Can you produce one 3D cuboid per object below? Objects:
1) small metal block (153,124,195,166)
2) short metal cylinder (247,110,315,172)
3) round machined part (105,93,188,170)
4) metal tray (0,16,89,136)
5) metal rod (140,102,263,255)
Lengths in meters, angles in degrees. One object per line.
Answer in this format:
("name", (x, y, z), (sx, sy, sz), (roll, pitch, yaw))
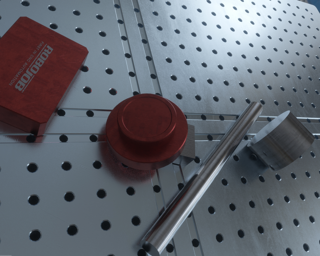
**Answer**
("small metal block", (0.018, 0.018, 0.409), (0.050, 0.025, 0.050), (16, 55, -20))
("short metal cylinder", (0.178, 0.019, 0.460), (0.050, 0.080, 0.080), (48, 51, 5))
("round machined part", (-0.016, -0.003, 0.370), (0.099, 0.042, 0.098), (1, 58, -2))
("metal tray", (-0.151, -0.064, 0.363), (0.090, 0.030, 0.130), (26, 52, -13))
("metal rod", (0.074, 0.047, 0.421), (0.025, 0.025, 0.302), (45, 51, 2))
